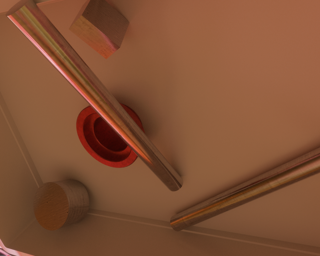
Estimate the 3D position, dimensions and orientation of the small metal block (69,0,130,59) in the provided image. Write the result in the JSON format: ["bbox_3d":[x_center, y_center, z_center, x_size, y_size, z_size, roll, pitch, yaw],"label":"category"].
[{"bbox_3d":[-0.066,-0.114,0.345,0.050,0.050,0.025,37,134,-29],"label":"small metal block"}]

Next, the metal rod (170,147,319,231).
[{"bbox_3d":[0.119,0.078,0.393,0.025,0.025,0.299,48,128,-6],"label":"metal rod"}]

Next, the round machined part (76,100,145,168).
[{"bbox_3d":[-0.063,0.004,0.432,0.098,0.042,0.097,13,124,20],"label":"round machined part"}]

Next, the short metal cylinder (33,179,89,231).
[{"bbox_3d":[-0.172,0.132,0.540,0.080,0.050,0.080,-2,86,26],"label":"short metal cylinder"}]

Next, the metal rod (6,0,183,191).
[{"bbox_3d":[-0.046,-0.009,0.349,0.025,0.025,0.300,-6,140,31],"label":"metal rod"}]
